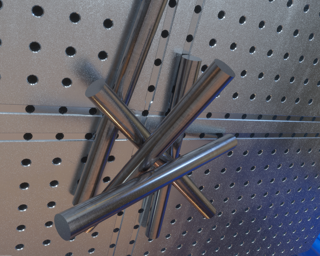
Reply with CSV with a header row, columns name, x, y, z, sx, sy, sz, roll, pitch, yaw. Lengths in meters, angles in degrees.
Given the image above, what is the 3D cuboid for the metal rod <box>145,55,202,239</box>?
name,x,y,z,sx,sy,sz,roll,pitch,yaw
metal rod,0.013,0.044,0.447,0.025,0.025,0.298,-4,120,-27

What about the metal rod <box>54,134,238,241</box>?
name,x,y,z,sx,sy,sz,roll,pitch,yaw
metal rod,0.013,0.054,0.380,0.302,0.025,0.025,-18,130,-47

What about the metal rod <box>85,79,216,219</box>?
name,x,y,z,sx,sy,sz,roll,pitch,yaw
metal rod,0.007,0.048,0.412,0.025,0.025,0.300,-40,130,-1

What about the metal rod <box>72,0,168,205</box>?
name,x,y,z,sx,sy,sz,roll,pitch,yaw
metal rod,-0.051,-0.028,0.367,0.025,0.025,0.298,10,113,-33

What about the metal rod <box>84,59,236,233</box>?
name,x,y,z,sx,sy,sz,roll,pitch,yaw
metal rod,-0.023,0.041,0.365,0.025,0.025,0.298,16,129,-35
